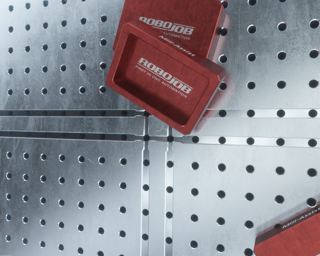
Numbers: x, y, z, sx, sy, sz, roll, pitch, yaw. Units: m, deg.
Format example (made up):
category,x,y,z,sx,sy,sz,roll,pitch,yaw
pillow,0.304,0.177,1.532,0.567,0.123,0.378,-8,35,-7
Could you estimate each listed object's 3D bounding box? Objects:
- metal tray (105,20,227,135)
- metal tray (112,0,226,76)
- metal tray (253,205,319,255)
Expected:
category,x,y,z,sx,sy,sz,roll,pitch,yaw
metal tray,0.003,-0.062,0.383,0.130,0.030,0.089,33,124,10
metal tray,0.010,-0.127,0.407,0.130,0.030,0.090,18,96,19
metal tray,0.184,0.140,0.345,0.130,0.030,0.090,-35,79,16
